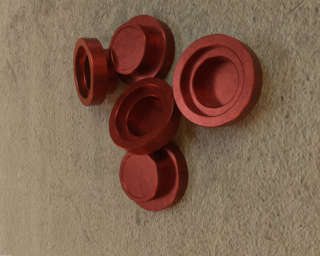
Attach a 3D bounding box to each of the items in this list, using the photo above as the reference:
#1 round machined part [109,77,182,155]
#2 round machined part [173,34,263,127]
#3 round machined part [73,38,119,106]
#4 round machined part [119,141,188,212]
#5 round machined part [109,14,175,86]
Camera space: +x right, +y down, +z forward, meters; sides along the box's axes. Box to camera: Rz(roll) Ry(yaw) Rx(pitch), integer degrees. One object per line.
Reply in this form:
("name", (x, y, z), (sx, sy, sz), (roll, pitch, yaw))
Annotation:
("round machined part", (-0.014, -0.012, 0.391), (0.098, 0.042, 0.098), (-17, 58, 29))
("round machined part", (0.065, -0.049, 0.340), (0.098, 0.042, 0.097), (0, 90, 39))
("round machined part", (-0.093, -0.082, 0.456), (0.098, 0.042, 0.097), (22, 116, 57))
("round machined part", (-0.015, 0.060, 0.405), (0.098, 0.042, 0.097), (0, 90, 39))
("round machined part", (-0.031, -0.104, 0.418), (0.098, 0.042, 0.097), (0, 90, 39))
